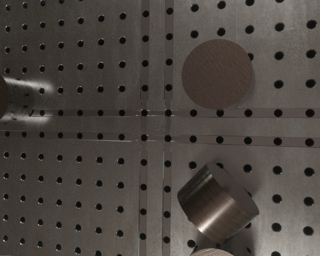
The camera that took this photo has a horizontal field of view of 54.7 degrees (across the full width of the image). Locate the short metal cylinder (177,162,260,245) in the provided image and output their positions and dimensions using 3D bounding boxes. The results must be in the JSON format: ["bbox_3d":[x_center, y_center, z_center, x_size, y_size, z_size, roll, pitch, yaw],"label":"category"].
[{"bbox_3d":[0.067,0.085,0.359,0.080,0.080,0.050,45,104,14],"label":"short metal cylinder"}]

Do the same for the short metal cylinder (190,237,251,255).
[{"bbox_3d":[0.072,0.176,0.374,0.080,0.050,0.079,0,90,19],"label":"short metal cylinder"}]

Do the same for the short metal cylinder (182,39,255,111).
[{"bbox_3d":[0.072,-0.061,0.374,0.080,0.050,0.079,0,90,19],"label":"short metal cylinder"}]

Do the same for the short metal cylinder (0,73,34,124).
[{"bbox_3d":[-0.247,-0.045,0.484,0.080,0.050,0.079,0,90,19],"label":"short metal cylinder"}]
